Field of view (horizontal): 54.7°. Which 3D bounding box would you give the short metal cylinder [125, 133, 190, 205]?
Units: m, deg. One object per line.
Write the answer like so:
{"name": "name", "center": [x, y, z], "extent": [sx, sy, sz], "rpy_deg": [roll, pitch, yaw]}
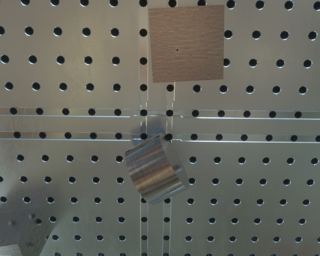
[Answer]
{"name": "short metal cylinder", "center": [-0.003, 0.052, 0.403], "extent": [0.050, 0.080, 0.080], "rpy_deg": [-28, 108, 10]}

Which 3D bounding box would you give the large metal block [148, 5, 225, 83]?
{"name": "large metal block", "center": [0.030, -0.099, 0.364], "extent": [0.080, 0.050, 0.079], "rpy_deg": [-3, 110, 1]}

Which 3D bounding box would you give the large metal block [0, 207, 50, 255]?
{"name": "large metal block", "center": [-0.216, 0.164, 0.442], "extent": [0.080, 0.080, 0.050], "rpy_deg": [-9, 110, 3]}
